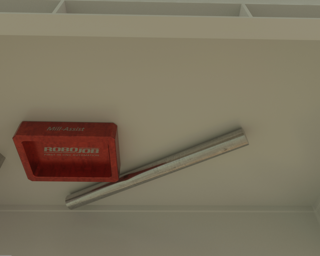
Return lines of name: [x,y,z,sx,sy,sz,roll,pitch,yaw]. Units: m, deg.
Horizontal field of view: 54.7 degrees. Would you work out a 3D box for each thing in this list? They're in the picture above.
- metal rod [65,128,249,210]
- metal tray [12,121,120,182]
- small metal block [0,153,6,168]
metal rod: [-0.016,0.067,0.465,0.300,0.025,0.025,-23,127,18]
metal tray: [-0.124,0.035,0.433,0.131,0.030,0.089,1,130,-2]
small metal block: [-0.257,0.060,0.440,0.050,0.050,0.025,-19,128,15]
